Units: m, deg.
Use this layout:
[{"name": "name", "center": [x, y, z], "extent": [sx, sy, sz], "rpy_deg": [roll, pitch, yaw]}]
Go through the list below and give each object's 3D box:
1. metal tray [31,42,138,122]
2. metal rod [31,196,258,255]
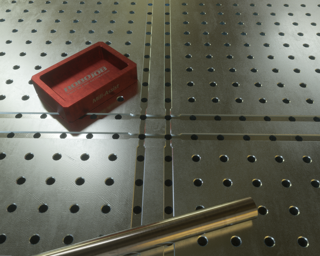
[{"name": "metal tray", "center": [-0.110, -0.074, 0.464], "extent": [0.090, 0.030, 0.131], "rpy_deg": [37, 59, 26]}, {"name": "metal rod", "center": [-0.045, 0.118, 0.307], "extent": [0.302, 0.025, 0.025], "rpy_deg": [-12, 51, -11]}]
